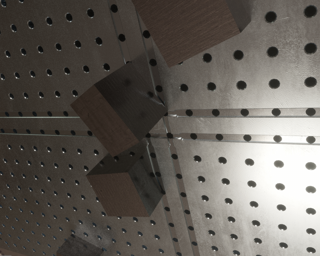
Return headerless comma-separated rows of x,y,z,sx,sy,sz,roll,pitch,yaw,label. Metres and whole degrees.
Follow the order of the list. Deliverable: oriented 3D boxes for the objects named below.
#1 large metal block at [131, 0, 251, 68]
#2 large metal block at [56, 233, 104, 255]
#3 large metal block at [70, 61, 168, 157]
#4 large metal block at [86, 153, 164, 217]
0.031,-0.118,0.305,0.080,0.050,0.080,-20,108,35,large metal block
-0.169,0.284,0.657,0.080,0.050,0.079,22,127,15,large metal block
-0.047,-0.025,0.384,0.050,0.080,0.080,-30,102,37,large metal block
-0.053,0.088,0.476,0.080,0.050,0.080,-9,114,32,large metal block
